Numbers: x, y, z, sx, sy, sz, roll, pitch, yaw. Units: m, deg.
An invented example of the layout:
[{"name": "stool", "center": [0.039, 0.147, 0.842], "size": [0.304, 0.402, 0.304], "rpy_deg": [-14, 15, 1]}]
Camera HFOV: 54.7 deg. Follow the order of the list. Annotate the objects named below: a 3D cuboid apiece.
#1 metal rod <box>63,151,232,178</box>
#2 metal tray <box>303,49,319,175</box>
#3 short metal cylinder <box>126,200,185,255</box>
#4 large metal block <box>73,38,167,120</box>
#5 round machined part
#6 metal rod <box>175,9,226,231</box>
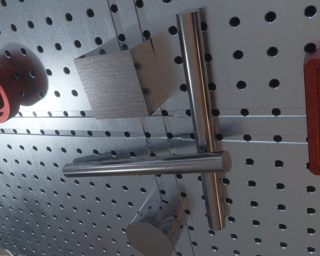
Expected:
[{"name": "metal rod", "center": [-0.041, 0.056, 0.446], "size": [0.300, 0.025, 0.025], "rpy_deg": [-9, 114, 38]}, {"name": "metal tray", "center": [0.192, -0.013, 0.298], "size": [0.090, 0.030, 0.129], "rpy_deg": [-2, 118, 28]}, {"name": "short metal cylinder", "center": [-0.007, 0.164, 0.499], "size": [0.080, 0.050, 0.079], "rpy_deg": [13, 124, 20]}, {"name": "large metal block", "center": [-0.047, -0.059, 0.382], "size": [0.080, 0.050, 0.080], "rpy_deg": [-2, 118, 28]}, {"name": "round machined part", "center": [-0.263, -0.060, 0.499], "size": [0.098, 0.042, 0.097], "rpy_deg": [13, 124, 20]}, {"name": "metal rod", "center": [0.056, 0.010, 0.387], "size": [0.025, 0.025, 0.298], "rpy_deg": [2, 120, 27]}]
